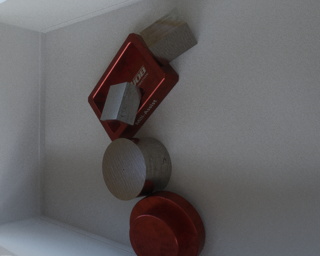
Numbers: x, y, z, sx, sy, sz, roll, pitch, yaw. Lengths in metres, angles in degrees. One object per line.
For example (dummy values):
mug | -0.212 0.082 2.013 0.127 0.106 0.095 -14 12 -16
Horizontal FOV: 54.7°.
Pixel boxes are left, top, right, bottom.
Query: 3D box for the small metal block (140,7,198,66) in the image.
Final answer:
small metal block | 0.012 -0.107 0.369 0.050 0.050 0.025 -33 68 11

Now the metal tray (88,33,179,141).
metal tray | -0.043 -0.054 0.436 0.129 0.030 0.090 -49 61 28

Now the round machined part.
round machined part | 0.002 0.130 0.379 0.098 0.042 0.097 7 103 30

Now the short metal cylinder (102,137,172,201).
short metal cylinder | -0.032 0.053 0.415 0.080 0.050 0.079 0 90 39

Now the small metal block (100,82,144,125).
small metal block | -0.052 -0.031 0.413 0.050 0.025 0.050 1 73 56
